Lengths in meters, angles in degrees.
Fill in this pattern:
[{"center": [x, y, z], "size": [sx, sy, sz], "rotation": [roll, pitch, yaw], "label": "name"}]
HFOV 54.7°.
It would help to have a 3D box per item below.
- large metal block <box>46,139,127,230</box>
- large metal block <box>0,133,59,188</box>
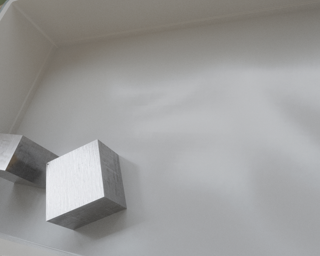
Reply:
[{"center": [-0.095, 0.073, 0.395], "size": [0.080, 0.050, 0.080], "rotation": [-25, 53, 13], "label": "large metal block"}, {"center": [-0.206, 0.048, 0.449], "size": [0.080, 0.080, 0.050], "rotation": [3, 63, 29], "label": "large metal block"}]
